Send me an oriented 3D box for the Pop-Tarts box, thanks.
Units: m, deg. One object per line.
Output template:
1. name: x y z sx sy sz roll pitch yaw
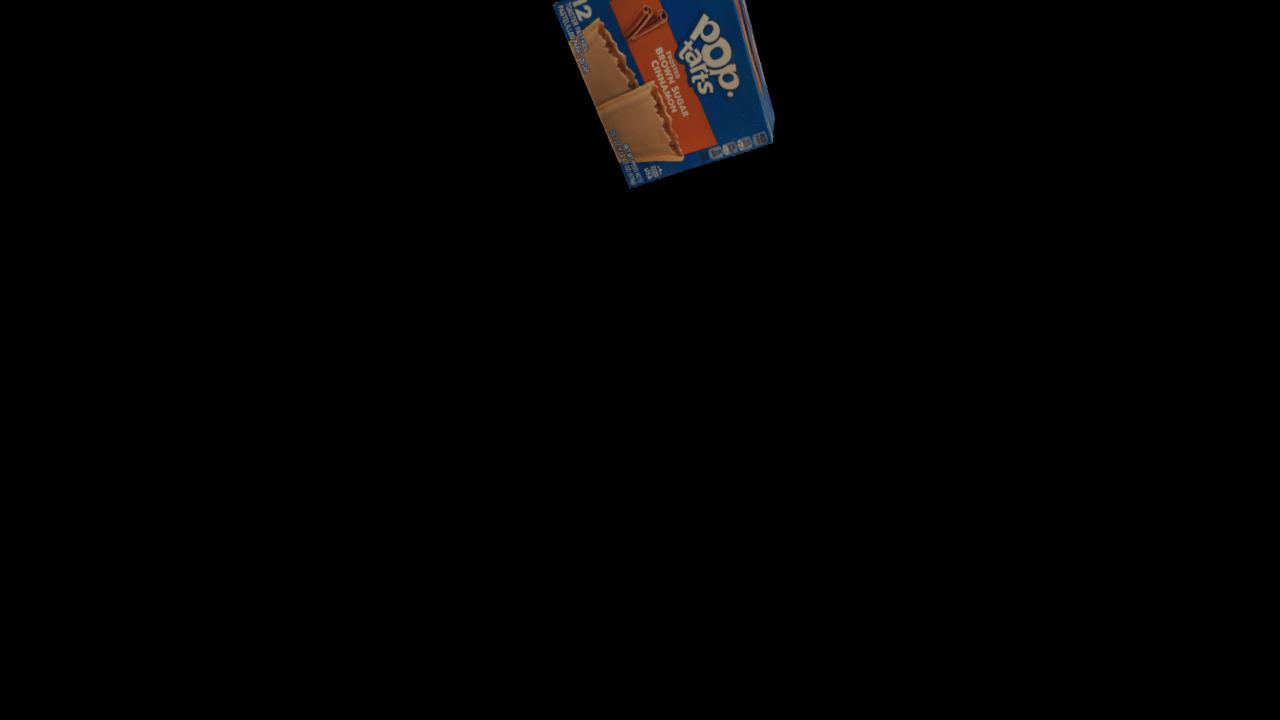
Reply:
1. Pop-Tarts box: 0.029 -0.259 0.542 0.141 0.167 0.083 -11 36 21
